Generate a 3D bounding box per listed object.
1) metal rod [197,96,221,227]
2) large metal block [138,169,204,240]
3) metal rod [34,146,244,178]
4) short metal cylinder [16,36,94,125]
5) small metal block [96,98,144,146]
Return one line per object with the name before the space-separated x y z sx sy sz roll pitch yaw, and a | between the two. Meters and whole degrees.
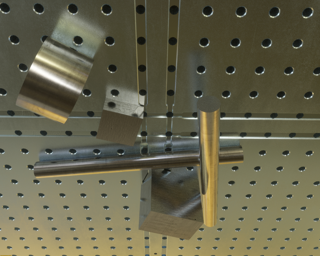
metal rod | 0.070 0.070 0.440 0.025 0.025 0.299 -6 140 5
large metal block | 0.016 0.115 0.473 0.081 0.080 0.050 17 128 -14
metal rod | -0.033 0.050 0.453 0.302 0.025 0.025 -5 130 4
short metal cylinder | -0.111 -0.050 0.332 0.050 0.080 0.080 25 126 -20
small metal block | -0.052 -0.007 0.405 0.050 0.025 0.050 13 129 -11
